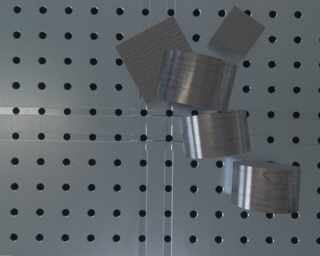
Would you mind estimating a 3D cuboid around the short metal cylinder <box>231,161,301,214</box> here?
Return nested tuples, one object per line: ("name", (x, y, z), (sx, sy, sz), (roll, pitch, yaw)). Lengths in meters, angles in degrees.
("short metal cylinder", (0.131, 0.071, 0.387), (0.081, 0.080, 0.050), (3, 90, 0))

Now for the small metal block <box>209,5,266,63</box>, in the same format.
("small metal block", (0.103, -0.125, 0.414), (0.050, 0.025, 0.050), (35, 90, 0))

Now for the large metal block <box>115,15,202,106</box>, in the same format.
("large metal block", (0.000, -0.083, 0.401), (0.080, 0.050, 0.080), (-28, 90, 0))

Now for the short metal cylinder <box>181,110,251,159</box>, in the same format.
("short metal cylinder", (0.069, 0.007, 0.387), (0.081, 0.080, 0.050), (-7, 90, 0))

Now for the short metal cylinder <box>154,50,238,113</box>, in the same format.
("short metal cylinder", (0.039, -0.050, 0.337), (0.080, 0.080, 0.050), (12, 96, 0))
